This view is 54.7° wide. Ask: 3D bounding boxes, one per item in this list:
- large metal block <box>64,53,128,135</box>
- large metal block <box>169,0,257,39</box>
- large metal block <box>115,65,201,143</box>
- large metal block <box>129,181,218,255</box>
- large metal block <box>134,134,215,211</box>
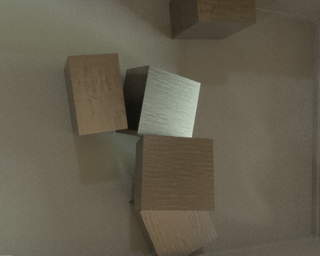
[{"bbox_3d":[-0.076,-0.036,0.354,0.050,0.080,0.079,-8,93,-20],"label":"large metal block"},{"bbox_3d":[0.066,-0.152,0.407,0.081,0.080,0.050,-6,92,-20],"label":"large metal block"},{"bbox_3d":[-0.002,-0.026,0.387,0.081,0.050,0.080,12,86,-37],"label":"large metal block"},{"bbox_3d":[0.017,0.119,0.405,0.081,0.050,0.080,-24,99,-19],"label":"large metal block"},{"bbox_3d":[0.015,0.054,0.358,0.081,0.050,0.080,4,75,-13],"label":"large metal block"}]
